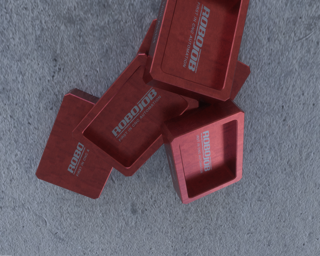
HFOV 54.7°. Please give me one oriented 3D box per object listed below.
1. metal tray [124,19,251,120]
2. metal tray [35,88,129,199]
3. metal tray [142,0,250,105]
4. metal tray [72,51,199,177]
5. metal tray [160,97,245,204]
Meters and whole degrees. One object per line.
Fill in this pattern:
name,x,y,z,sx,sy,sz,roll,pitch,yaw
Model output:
metal tray,0.032,-0.066,0.384,0.131,0.030,0.089,25,108,-10
metal tray,-0.100,0.023,0.415,0.090,0.030,0.129,23,108,-9
metal tray,0.041,-0.100,0.336,0.091,0.030,0.129,15,82,-17
metal tray,-0.029,-0.015,0.371,0.090,0.030,0.130,40,105,-14
metal tray,0.056,0.033,0.385,0.091,0.030,0.129,-22,134,-10
